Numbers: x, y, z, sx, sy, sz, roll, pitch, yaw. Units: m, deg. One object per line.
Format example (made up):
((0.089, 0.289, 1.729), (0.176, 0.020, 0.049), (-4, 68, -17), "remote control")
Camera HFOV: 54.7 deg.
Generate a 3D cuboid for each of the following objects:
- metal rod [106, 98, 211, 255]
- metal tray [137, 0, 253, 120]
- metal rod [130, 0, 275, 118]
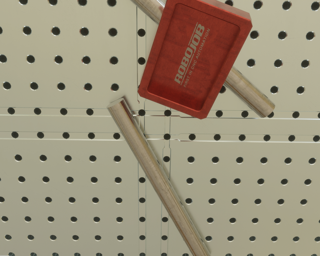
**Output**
((0.008, 0.093, 0.447), (0.025, 0.025, 0.299), (-25, 109, 8), "metal rod")
((0.036, -0.081, 0.356), (0.090, 0.030, 0.129), (21, 126, -1), "metal tray")
((0.027, -0.114, 0.371), (0.301, 0.025, 0.025), (39, 105, -14), "metal rod")
